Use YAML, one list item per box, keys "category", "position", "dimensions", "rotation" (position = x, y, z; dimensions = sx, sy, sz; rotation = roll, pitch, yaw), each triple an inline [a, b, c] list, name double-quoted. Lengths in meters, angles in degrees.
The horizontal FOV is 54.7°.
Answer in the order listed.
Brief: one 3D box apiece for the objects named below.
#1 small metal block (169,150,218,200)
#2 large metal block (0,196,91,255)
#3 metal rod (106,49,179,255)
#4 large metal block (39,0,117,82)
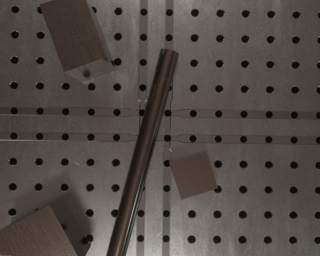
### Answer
- category: "small metal block"
  position: [0.044, 0.062, 0.414]
  dimensions: [0.050, 0.025, 0.050]
  rotation: [-18, 90, -1]
- category: "large metal block"
  position: [-0.150, 0.147, 0.399]
  dimensions: [0.080, 0.050, 0.080]
  rotation: [-28, 90, 0]
- category: "metal rod"
  position: [-0.025, 0.043, 0.413]
  dimensions: [0.025, 0.025, 0.298]
  rotation: [15, 90, -1]
- category: "large metal block"
  position: [-0.097, -0.108, 0.385]
  dimensions: [0.050, 0.080, 0.080]
  rotation: [-20, 90, 0]
